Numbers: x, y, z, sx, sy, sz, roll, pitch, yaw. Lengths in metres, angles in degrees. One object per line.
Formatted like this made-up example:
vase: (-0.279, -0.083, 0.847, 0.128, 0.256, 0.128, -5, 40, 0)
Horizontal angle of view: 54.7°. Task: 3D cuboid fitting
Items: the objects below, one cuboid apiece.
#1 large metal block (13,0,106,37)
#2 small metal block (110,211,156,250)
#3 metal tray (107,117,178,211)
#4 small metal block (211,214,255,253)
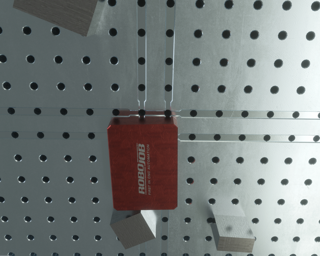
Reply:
large metal block: (-0.102, -0.156, 0.341, 0.080, 0.050, 0.079, 21, 109, -8)
small metal block: (-0.040, 0.148, 0.468, 0.050, 0.025, 0.050, -24, 109, 8)
metal tray: (-0.022, 0.051, 0.429, 0.091, 0.030, 0.129, -1, 110, 0)
small metal block: (0.107, 0.156, 0.459, 0.050, 0.050, 0.025, 5, 110, -2)
